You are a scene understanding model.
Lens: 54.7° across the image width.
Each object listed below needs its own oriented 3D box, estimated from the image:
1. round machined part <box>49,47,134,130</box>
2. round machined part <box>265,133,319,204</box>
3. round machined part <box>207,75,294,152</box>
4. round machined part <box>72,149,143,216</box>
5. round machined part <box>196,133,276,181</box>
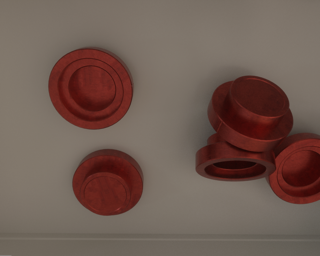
[{"bbox_3d":[-0.081,-0.051,0.382,0.099,0.042,0.097,0,110,-1],"label":"round machined part"},{"bbox_3d":[0.191,0.051,0.424,0.099,0.042,0.097,0,110,-1],"label":"round machined part"},{"bbox_3d":[0.109,-0.024,0.361,0.099,0.098,0.042,10,139,-4],"label":"round machined part"},{"bbox_3d":[-0.073,0.082,0.432,0.099,0.042,0.097,0,110,-1],"label":"round machined part"},{"bbox_3d":[0.095,0.035,0.398,0.099,0.042,0.098,3,154,2],"label":"round machined part"}]
